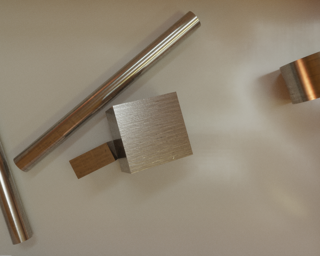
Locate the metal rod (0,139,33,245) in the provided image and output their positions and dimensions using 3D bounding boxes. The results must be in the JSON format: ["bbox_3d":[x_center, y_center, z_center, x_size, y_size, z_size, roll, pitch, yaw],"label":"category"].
[{"bbox_3d":[-0.228,0.006,0.408,0.025,0.025,0.298,-18,90,0],"label":"metal rod"}]

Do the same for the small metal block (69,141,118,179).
[{"bbox_3d":[-0.082,0.039,0.398,0.050,0.050,0.025,-26,90,0],"label":"small metal block"}]

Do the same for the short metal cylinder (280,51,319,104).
[{"bbox_3d":[0.198,-0.067,0.387,0.080,0.080,0.050,-19,90,0],"label":"short metal cylinder"}]

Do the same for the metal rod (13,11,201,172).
[{"bbox_3d":[-0.069,-0.048,0.410,0.300,0.025,0.025,-40,91,-1],"label":"metal rod"}]

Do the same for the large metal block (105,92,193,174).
[{"bbox_3d":[-0.015,0.006,0.387,0.081,0.050,0.080,-15,90,-20],"label":"large metal block"}]
